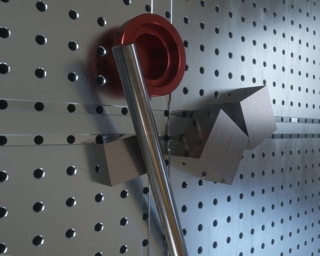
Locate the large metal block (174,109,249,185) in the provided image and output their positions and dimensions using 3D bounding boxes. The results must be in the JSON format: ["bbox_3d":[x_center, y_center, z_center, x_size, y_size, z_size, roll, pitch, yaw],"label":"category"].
[{"bbox_3d":[0.078,0.028,0.459,0.080,0.050,0.080,40,66,-33],"label":"large metal block"}]

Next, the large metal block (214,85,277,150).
[{"bbox_3d":[0.144,-0.018,0.513,0.081,0.050,0.080,-30,109,-36],"label":"large metal block"}]

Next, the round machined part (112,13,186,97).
[{"bbox_3d":[-0.017,-0.087,0.383,0.099,0.042,0.097,0,90,-40],"label":"round machined part"}]

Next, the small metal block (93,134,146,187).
[{"bbox_3d":[-0.047,0.037,0.370,0.050,0.025,0.050,-16,100,-39],"label":"small metal block"}]

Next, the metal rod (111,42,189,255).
[{"bbox_3d":[-0.005,0.048,0.375,0.025,0.025,0.298,-32,119,-36],"label":"metal rod"}]
